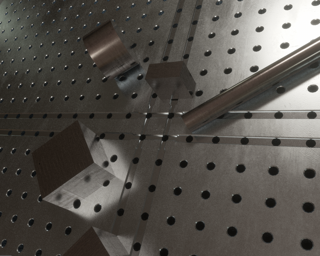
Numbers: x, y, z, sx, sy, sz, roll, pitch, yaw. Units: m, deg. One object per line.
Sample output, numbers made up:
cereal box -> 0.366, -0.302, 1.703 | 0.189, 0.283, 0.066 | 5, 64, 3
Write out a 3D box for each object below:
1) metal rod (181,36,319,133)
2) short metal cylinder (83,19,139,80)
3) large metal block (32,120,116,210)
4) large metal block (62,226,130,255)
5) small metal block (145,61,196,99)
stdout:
metal rod -> 0.162, -0.079, 0.371 | 0.301, 0.025, 0.025 | -30, 52, 8
short metal cylinder -> -0.075, -0.122, 0.485 | 0.050, 0.080, 0.080 | -30, 52, 9
large metal block -> -0.119, 0.050, 0.422 | 0.080, 0.050, 0.080 | -35, 51, 4
large metal block -> -0.068, 0.166, 0.325 | 0.080, 0.050, 0.080 | -45, 51, -3
small metal block -> 0.015, -0.064, 0.422 | 0.050, 0.050, 0.025 | 1, 62, 28
